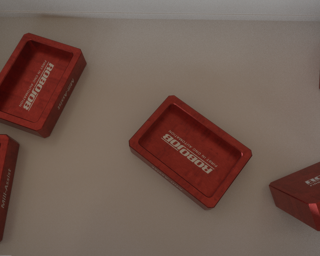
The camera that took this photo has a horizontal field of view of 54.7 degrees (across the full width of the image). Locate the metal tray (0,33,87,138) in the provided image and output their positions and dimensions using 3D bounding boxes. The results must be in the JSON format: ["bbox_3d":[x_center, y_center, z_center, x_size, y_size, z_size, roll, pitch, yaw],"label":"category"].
[{"bbox_3d":[-0.171,-0.061,0.427,0.090,0.030,0.130,19,71,6],"label":"metal tray"}]

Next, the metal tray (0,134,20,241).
[{"bbox_3d":[-0.233,0.073,0.378,0.091,0.030,0.130,1,70,0],"label":"metal tray"}]

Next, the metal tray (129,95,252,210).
[{"bbox_3d":[0.037,0.029,0.396,0.130,0.030,0.090,37,74,12],"label":"metal tray"}]

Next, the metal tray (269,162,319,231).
[{"bbox_3d":[0.205,0.063,0.350,0.131,0.090,0.030,-21,96,-7],"label":"metal tray"}]
